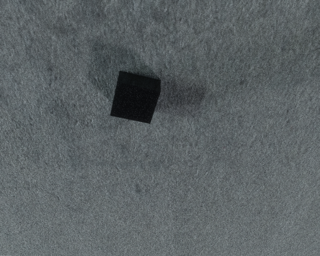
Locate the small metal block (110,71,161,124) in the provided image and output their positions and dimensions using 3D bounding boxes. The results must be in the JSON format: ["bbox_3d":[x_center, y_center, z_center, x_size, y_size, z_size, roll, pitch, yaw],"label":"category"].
[{"bbox_3d":[-0.030,-0.036,0.376,0.050,0.025,0.050,11,129,-10],"label":"small metal block"}]
